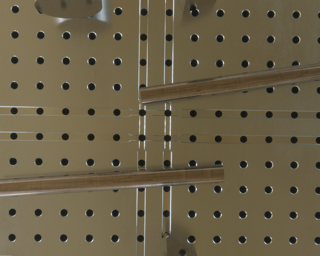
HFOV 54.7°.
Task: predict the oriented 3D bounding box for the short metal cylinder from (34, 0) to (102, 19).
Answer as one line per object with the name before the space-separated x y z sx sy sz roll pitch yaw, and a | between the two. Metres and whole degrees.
short metal cylinder | -0.114 -0.175 0.384 0.081 0.080 0.050 -5 90 -1

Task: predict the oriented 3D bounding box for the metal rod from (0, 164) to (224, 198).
metal rod | -0.067 0.070 0.412 0.302 0.025 0.025 -4 90 -1

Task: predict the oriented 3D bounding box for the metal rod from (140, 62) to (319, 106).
metal rod | 0.125 -0.063 0.414 0.302 0.025 0.025 -8 90 -1

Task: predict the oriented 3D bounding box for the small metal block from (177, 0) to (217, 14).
small metal block | 0.050 -0.177 0.401 0.050 0.050 0.025 -23 90 0

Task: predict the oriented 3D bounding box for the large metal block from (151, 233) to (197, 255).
large metal block | 0.007 0.191 0.386 0.050 0.080 0.080 34 90 -1
